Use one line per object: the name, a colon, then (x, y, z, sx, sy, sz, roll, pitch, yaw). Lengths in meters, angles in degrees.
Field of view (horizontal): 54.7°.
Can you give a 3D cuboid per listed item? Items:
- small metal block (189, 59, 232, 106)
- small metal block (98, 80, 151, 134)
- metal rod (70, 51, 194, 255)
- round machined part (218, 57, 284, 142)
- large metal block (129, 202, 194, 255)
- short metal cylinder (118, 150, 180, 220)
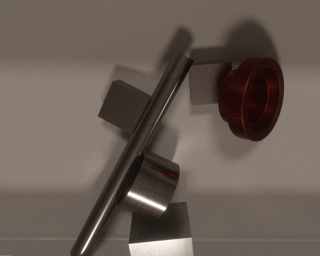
small metal block: (0.063, -0.058, 0.391, 0.050, 0.025, 0.050, -5, 110, 1)
small metal block: (-0.044, -0.027, 0.395, 0.050, 0.025, 0.050, 28, 108, 4)
metal rod: (-0.041, 0.044, 0.392, 0.025, 0.025, 0.298, 26, 102, -10)
round machined part: (0.107, -0.036, 0.372, 0.099, 0.042, 0.097, -15, 111, -42)
large metal block: (0.003, 0.152, 0.438, 0.080, 0.080, 0.050, -6, 110, 2)
short metal cylinder: (-0.016, 0.074, 0.409, 0.050, 0.080, 0.080, 27, 108, -10)
